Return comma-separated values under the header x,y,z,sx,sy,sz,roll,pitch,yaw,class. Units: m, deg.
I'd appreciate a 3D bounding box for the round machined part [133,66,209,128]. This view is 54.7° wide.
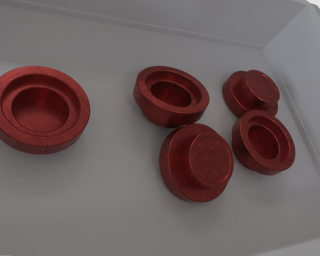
x,y,z,sx,sy,sz,roll,pitch,yaw,class
0.012,-0.037,0.412,0.099,0.042,0.098,12,41,-11,round machined part

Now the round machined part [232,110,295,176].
x,y,z,sx,sy,sz,roll,pitch,yaw,class
0.147,0.025,0.458,0.099,0.042,0.098,14,56,-21,round machined part

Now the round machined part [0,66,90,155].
x,y,z,sx,sy,sz,roll,pitch,yaw,class
-0.129,-0.015,0.334,0.099,0.042,0.098,14,56,-21,round machined part

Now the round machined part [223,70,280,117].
x,y,z,sx,sy,sz,roll,pitch,yaw,class
0.156,-0.057,0.511,0.099,0.042,0.098,15,53,-20,round machined part

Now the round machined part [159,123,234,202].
x,y,z,sx,sy,sz,roll,pitch,yaw,class
0.052,0.041,0.381,0.099,0.042,0.098,8,74,-31,round machined part
